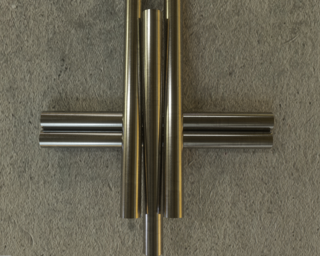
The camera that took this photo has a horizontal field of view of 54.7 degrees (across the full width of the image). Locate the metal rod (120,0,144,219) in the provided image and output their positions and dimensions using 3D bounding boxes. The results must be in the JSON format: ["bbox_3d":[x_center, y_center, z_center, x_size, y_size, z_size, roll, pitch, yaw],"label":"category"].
[{"bbox_3d":[-0.034,-0.042,0.390,0.025,0.025,0.298,0,82,-1],"label":"metal rod"}]

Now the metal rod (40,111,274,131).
[{"bbox_3d":[-0.003,-0.010,0.412,0.302,0.025,0.025,0,90,-1],"label":"metal rod"}]

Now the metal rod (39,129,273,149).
[{"bbox_3d":[-0.004,0.015,0.412,0.302,0.025,0.025,0,90,-1],"label":"metal rod"}]

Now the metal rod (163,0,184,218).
[{"bbox_3d":[0.017,-0.042,0.390,0.025,0.025,0.298,0,82,-1],"label":"metal rod"}]

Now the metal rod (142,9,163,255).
[{"bbox_3d":[-0.009,0.005,0.385,0.025,0.025,0.298,0,90,-1],"label":"metal rod"}]
